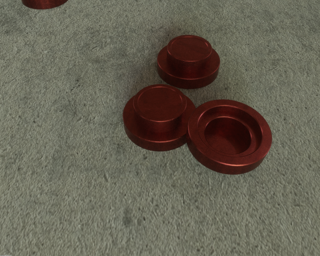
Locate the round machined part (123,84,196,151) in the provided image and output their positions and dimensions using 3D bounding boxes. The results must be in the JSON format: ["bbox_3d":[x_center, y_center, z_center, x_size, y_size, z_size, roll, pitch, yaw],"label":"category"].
[{"bbox_3d":[0.000,-0.020,0.409,0.099,0.042,0.098,0,50,0],"label":"round machined part"}]

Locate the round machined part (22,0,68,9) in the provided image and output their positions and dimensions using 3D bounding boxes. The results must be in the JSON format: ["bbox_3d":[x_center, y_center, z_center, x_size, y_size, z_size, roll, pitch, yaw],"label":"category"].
[{"bbox_3d":[-0.237,-0.286,0.631,0.099,0.042,0.098,0,50,0],"label":"round machined part"}]

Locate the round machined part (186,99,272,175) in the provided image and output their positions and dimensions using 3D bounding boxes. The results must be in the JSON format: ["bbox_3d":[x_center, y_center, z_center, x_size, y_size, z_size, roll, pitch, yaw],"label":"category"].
[{"bbox_3d":[0.081,0.014,0.378,0.099,0.042,0.098,2,52,-3],"label":"round machined part"}]

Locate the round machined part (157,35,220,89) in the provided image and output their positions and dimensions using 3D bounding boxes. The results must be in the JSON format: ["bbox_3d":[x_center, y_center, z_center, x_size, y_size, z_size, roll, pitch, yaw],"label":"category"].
[{"bbox_3d":[0.045,-0.109,0.484,0.099,0.042,0.098,0,50,0],"label":"round machined part"}]
